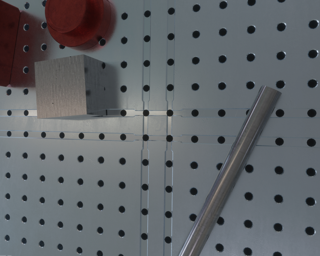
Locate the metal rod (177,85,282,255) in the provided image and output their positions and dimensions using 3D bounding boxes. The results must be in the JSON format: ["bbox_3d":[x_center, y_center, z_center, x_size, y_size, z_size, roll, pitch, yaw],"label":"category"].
[{"bbox_3d":[0.071,0.089,0.387,0.025,0.025,0.298,27,99,18],"label":"metal rod"}]

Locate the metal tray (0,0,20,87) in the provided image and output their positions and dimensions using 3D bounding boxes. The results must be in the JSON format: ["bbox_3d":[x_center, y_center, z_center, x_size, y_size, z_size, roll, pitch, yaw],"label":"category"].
[{"bbox_3d":[-0.268,-0.133,0.472,0.030,0.090,0.129,12,94,20],"label":"metal tray"}]

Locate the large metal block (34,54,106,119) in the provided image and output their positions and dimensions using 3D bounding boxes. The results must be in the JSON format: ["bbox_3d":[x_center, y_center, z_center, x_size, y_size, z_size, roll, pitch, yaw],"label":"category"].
[{"bbox_3d":[-0.128,-0.055,0.444,0.080,0.050,0.080,-4,89,20],"label":"large metal block"}]

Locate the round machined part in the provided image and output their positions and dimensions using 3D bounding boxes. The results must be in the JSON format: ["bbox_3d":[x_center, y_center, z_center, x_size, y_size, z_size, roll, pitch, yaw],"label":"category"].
[{"bbox_3d":[-0.125,-0.166,0.447,0.098,0.042,0.097,0,90,19],"label":"round machined part"}]
